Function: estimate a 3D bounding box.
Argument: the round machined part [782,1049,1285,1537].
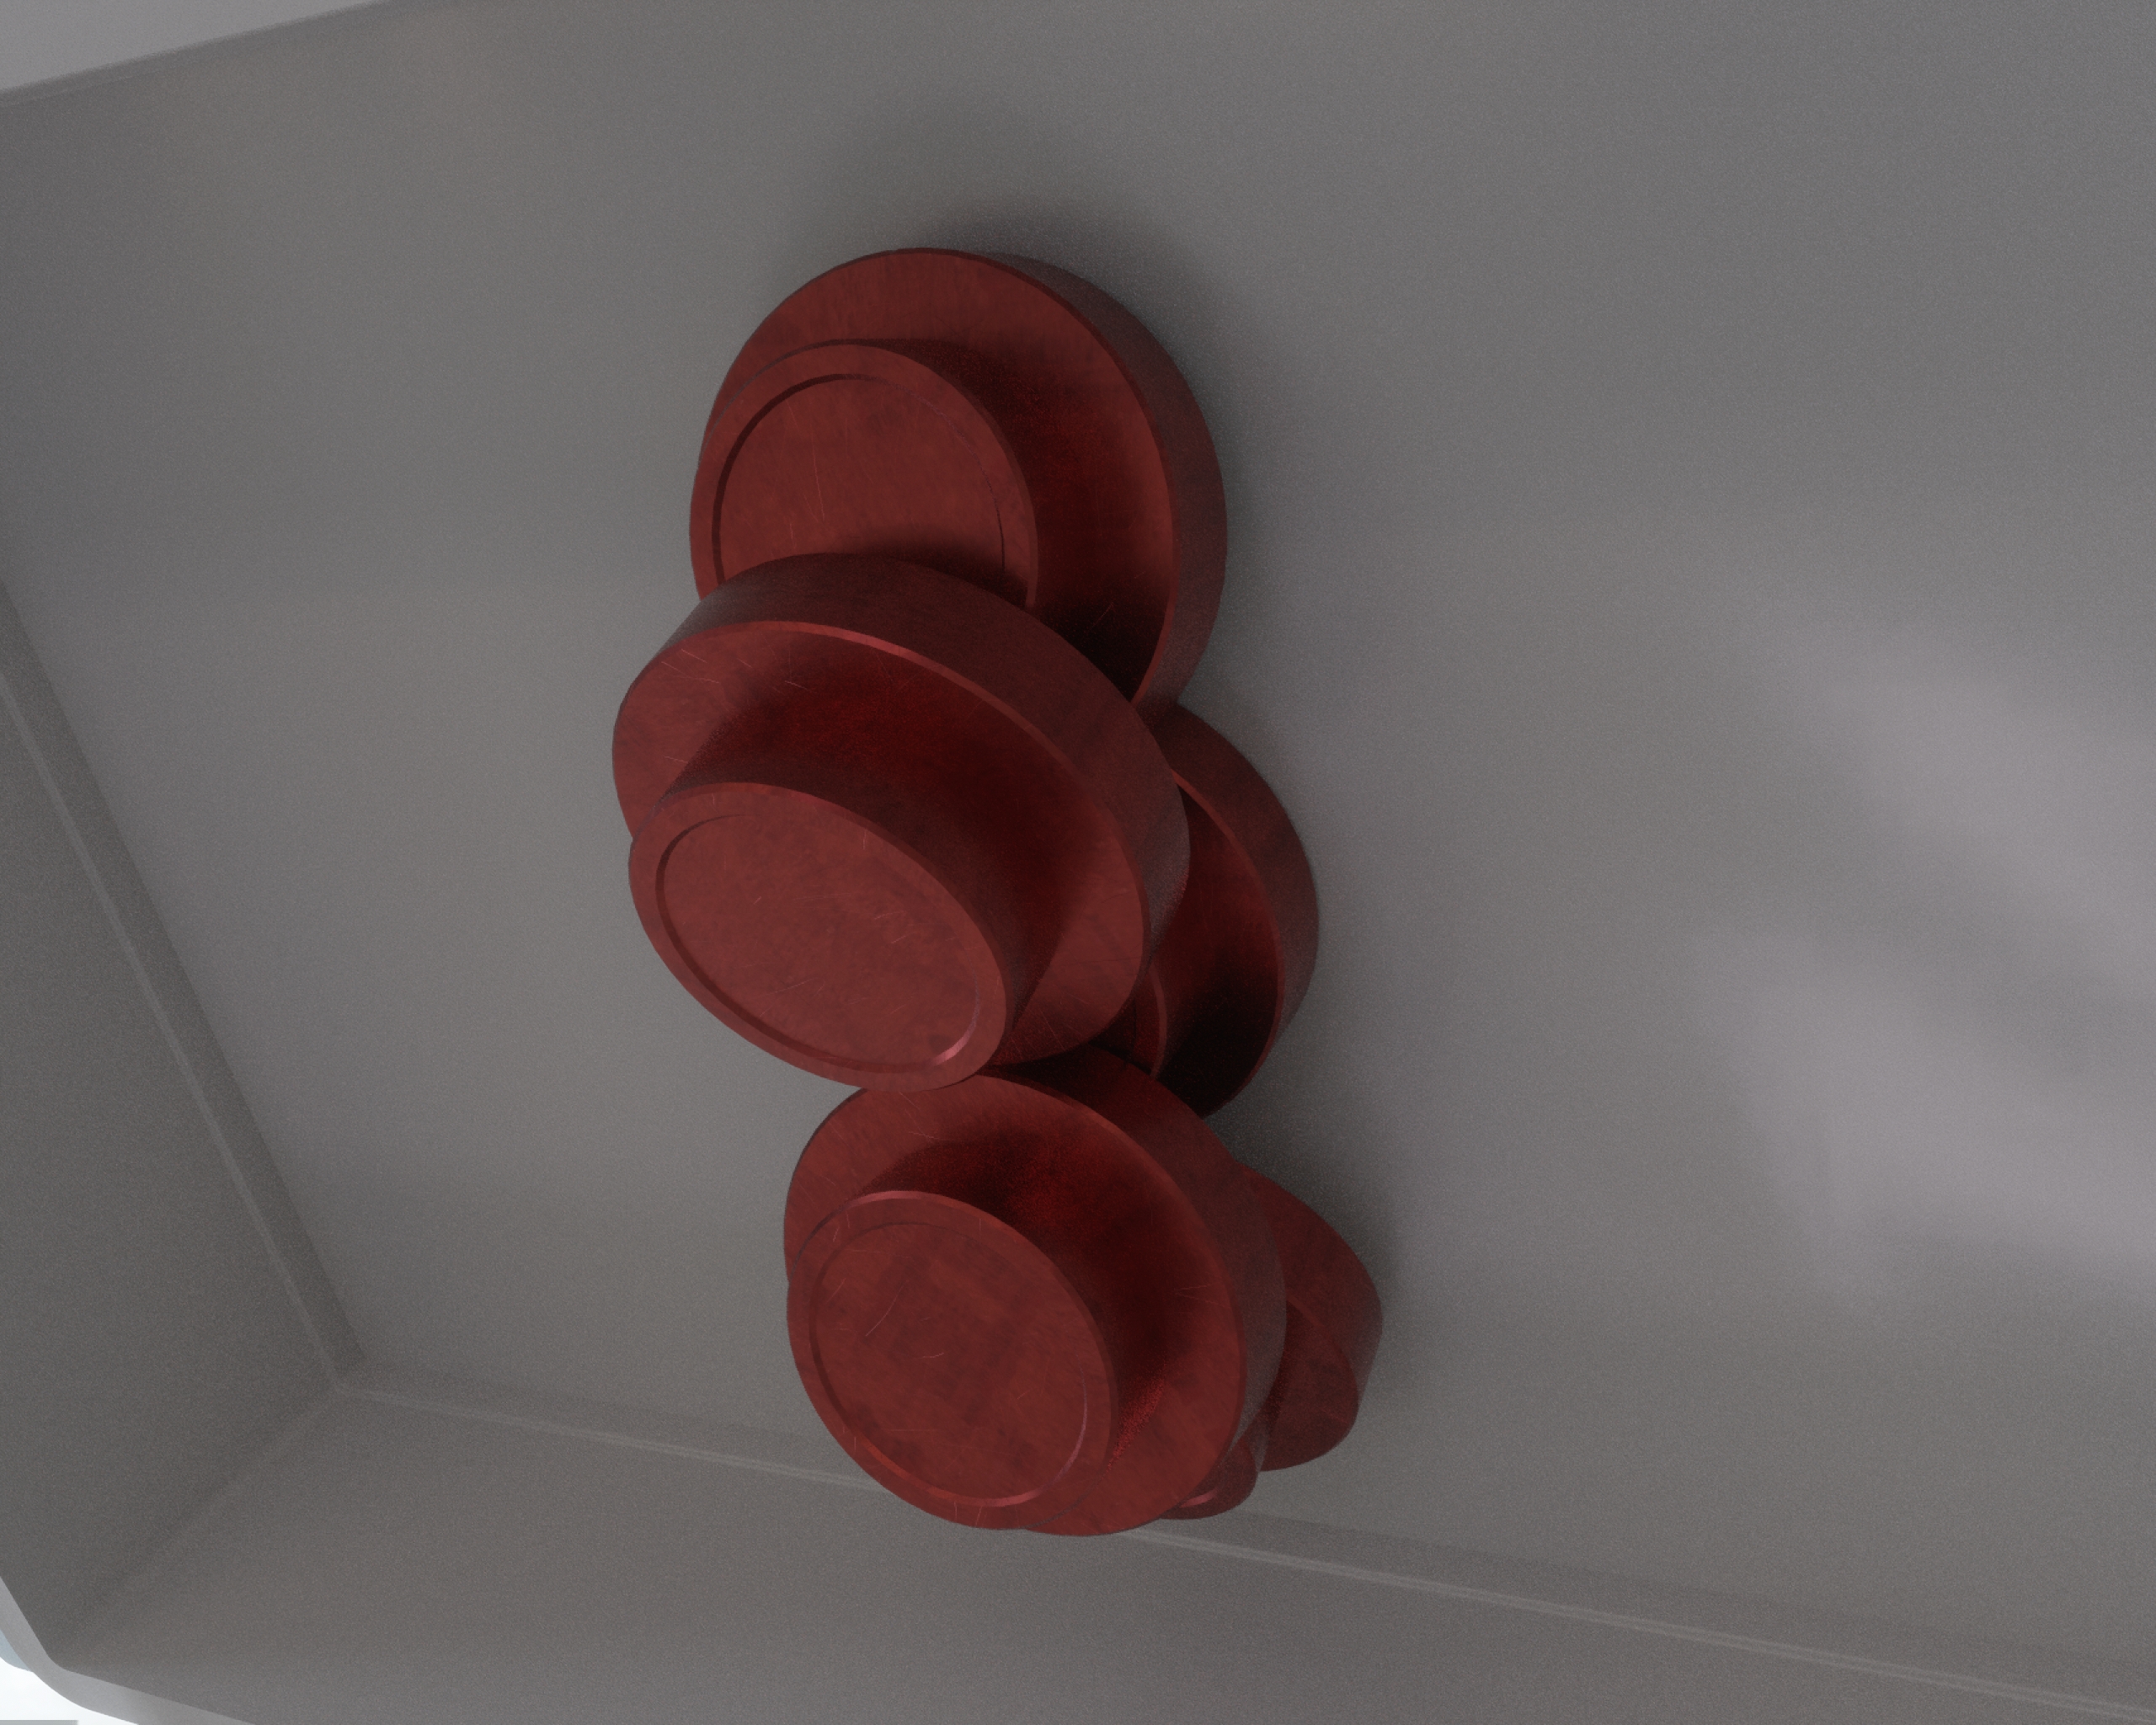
[{"bbox_3d":[-0.015,0.084,0.389,0.098,0.042,0.097,9,111,25],"label":"round machined part"}]

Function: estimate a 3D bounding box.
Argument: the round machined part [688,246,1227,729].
[{"bbox_3d":[-0.027,-0.056,0.362,0.098,0.042,0.097,7,106,26],"label":"round machined part"}]

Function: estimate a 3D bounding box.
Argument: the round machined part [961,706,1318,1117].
[{"bbox_3d":[-0.006,0.014,0.408,0.098,0.042,0.097,13,123,21],"label":"round machined part"}]

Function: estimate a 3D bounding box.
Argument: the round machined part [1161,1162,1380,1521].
[{"bbox_3d":[0.010,0.101,0.435,0.098,0.042,0.097,15,139,14],"label":"round machined part"}]

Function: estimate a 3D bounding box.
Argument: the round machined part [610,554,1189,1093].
[{"bbox_3d":[-0.035,0.001,0.348,0.098,0.042,0.097,15,137,15],"label":"round machined part"}]
